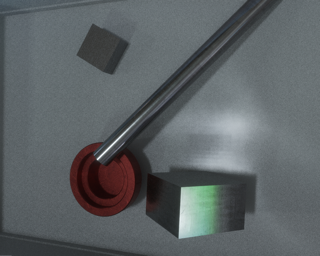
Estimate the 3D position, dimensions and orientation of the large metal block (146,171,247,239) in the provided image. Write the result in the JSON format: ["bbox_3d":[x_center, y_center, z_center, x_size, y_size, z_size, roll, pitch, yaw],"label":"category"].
[{"bbox_3d":[0.038,0.081,0.350,0.080,0.081,0.050,5,93,64],"label":"large metal block"}]

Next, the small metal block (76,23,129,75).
[{"bbox_3d":[-0.081,-0.111,0.438,0.050,0.025,0.050,33,100,16],"label":"small metal block"}]

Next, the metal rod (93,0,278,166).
[{"bbox_3d":[0.033,-0.065,0.374,0.300,0.025,0.025,-44,76,5],"label":"metal rod"}]

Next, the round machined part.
[{"bbox_3d":[-0.070,0.067,0.425,0.098,0.042,0.097,0,90,19],"label":"round machined part"}]
